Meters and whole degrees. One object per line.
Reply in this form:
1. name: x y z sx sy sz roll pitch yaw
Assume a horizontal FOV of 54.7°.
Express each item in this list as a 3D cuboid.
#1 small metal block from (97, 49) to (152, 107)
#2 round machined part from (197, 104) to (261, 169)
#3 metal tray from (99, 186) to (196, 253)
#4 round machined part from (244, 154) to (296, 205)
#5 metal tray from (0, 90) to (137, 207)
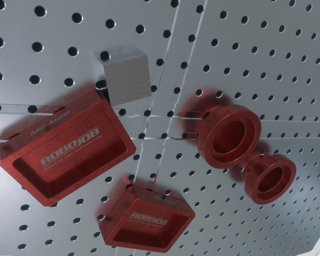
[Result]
1. small metal block: -0.040 -0.057 0.354 0.050 0.025 0.050 -18 126 -18
2. round machined part: 0.097 0.009 0.458 0.099 0.042 0.097 -14 124 -21
3. metal tray: -0.017 0.148 0.490 0.131 0.030 0.090 26 104 -37
4. round machined part: 0.192 0.087 0.558 0.099 0.042 0.097 -14 124 -21
5. metal tray: -0.104 0.026 0.366 0.131 0.030 0.090 -32 129 -8
